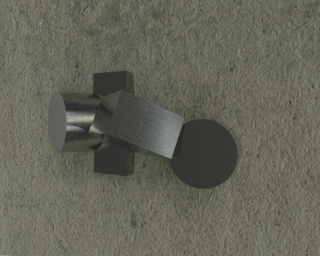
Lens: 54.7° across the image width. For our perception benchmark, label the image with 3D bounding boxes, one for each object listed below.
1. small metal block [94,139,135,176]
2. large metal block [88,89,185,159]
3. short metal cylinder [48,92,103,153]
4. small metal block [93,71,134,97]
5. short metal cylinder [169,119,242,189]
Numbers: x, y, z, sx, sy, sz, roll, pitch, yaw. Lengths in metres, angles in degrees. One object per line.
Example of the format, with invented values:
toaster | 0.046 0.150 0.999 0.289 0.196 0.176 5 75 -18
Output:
small metal block | -0.063 0.038 0.431 0.050 0.025 0.050 3 91 19
large metal block | -0.031 -0.002 0.371 0.080 0.080 0.050 23 79 -24
short metal cylinder | -0.114 -0.008 0.416 0.080 0.050 0.079 2 92 55
small metal block | -0.064 -0.051 0.431 0.050 0.025 0.050 -1 90 19
short metal cylinder | 0.056 0.029 0.377 0.080 0.050 0.079 0 90 19
